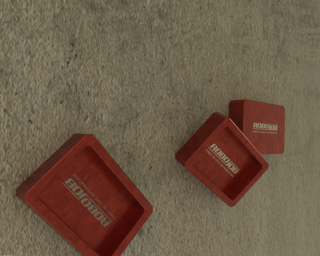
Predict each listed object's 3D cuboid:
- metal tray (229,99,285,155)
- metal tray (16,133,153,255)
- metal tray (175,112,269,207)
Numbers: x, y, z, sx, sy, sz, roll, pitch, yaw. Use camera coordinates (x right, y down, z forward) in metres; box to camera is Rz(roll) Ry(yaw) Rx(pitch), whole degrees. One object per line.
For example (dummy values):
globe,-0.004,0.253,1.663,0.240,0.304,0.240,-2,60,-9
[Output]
metal tray,0.173,0.001,0.546,0.131,0.030,0.089,3,88,-40
metal tray,-0.074,0.081,0.338,0.090,0.030,0.130,-49,119,-29
metal tray,0.095,0.050,0.458,0.090,0.030,0.130,-48,122,-2
